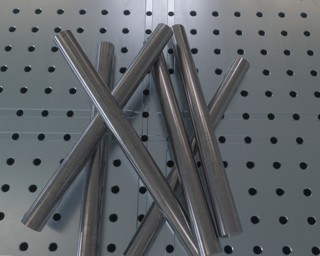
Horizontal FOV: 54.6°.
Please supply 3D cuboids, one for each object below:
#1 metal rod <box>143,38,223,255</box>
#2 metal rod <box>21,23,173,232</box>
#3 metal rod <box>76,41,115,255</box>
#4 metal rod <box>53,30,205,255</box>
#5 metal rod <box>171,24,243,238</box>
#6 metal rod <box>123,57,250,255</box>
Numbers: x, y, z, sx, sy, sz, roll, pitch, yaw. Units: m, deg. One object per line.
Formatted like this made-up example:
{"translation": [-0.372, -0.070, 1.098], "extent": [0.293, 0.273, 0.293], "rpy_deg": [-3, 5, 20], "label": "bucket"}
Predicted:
{"translation": [0.020, 0.003, 0.389], "extent": [0.025, 0.025, 0.299], "rpy_deg": [-12, 62, -4], "label": "metal rod"}
{"translation": [-0.068, -0.013, 0.387], "extent": [0.025, 0.025, 0.300], "rpy_deg": [29, 74, 10], "label": "metal rod"}
{"translation": [-0.082, 0.021, 0.403], "extent": [0.025, 0.025, 0.299], "rpy_deg": [1, 70, 0], "label": "metal rod"}
{"translation": [-0.036, 0.016, 0.360], "extent": [0.025, 0.025, 0.299], "rpy_deg": [-32, 85, -11], "label": "metal rod"}
{"translation": [0.049, -0.018, 0.393], "extent": [0.025, 0.025, 0.299], "rpy_deg": [-9, 61, -3], "label": "metal rod"}
{"translation": [0.043, 0.029, 0.401], "extent": [0.025, 0.025, 0.300], "rpy_deg": [28, 72, 10], "label": "metal rod"}
